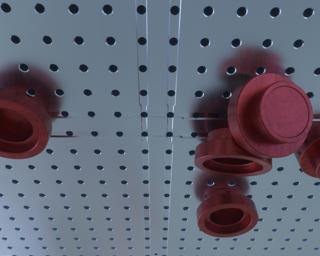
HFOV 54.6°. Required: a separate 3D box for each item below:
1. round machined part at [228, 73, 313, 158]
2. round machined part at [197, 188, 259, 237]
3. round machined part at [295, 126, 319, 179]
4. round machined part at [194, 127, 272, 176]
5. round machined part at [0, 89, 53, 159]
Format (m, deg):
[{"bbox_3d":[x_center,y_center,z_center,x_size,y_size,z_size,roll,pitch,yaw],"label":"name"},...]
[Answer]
[{"bbox_3d":[0.130,-0.015,0.350,0.099,0.098,0.042,17,169,-14],"label":"round machined part"},{"bbox_3d":[0.110,0.139,0.519,0.099,0.042,0.097,0,130,0],"label":"round machined part"},{"bbox_3d":[0.248,0.040,0.436,0.099,0.042,0.097,0,130,0],"label":"round machined part"},{"bbox_3d":[0.096,0.031,0.410,0.098,0.042,0.098,6,158,3],"label":"round machined part"},{"bbox_3d":[-0.186,-0.009,0.391,0.099,0.042,0.097,0,130,0],"label":"round machined part"}]
